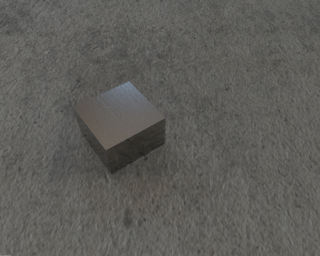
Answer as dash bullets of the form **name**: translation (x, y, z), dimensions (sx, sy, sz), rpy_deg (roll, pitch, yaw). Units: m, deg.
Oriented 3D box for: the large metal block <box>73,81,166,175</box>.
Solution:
- **large metal block**: translation (-0.049, -0.003, 0.389), dimensions (0.080, 0.050, 0.080), rpy_deg (-29, 56, -22)
